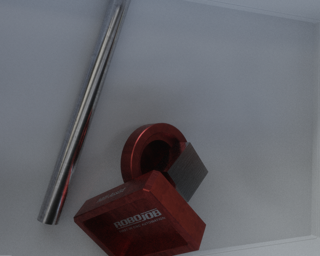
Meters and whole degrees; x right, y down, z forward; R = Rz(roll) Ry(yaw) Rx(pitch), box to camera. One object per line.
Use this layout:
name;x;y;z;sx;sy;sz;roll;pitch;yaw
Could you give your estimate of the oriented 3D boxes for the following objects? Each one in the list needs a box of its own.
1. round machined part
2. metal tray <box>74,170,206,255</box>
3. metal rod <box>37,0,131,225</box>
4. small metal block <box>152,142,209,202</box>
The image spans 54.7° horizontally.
round machined part;-0.009;0.043;0.388;0.099;0.042;0.097;3;85;-42
metal tray;-0.026;0.108;0.351;0.090;0.130;0.030;51;36;-14
metal rod;-0.088;-0.033;0.378;0.025;0.025;0.299;19;84;-20
small metal block;0.026;0.052;0.374;0.050;0.025;0.050;-49;118;-33
